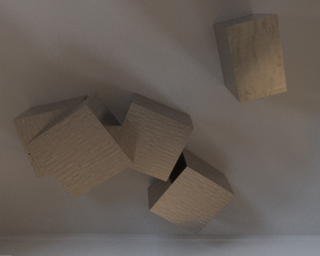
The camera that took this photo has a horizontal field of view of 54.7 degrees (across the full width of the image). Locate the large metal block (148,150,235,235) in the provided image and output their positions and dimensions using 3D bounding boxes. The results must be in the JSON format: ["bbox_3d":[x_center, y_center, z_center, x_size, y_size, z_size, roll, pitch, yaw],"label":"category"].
[{"bbox_3d":[0.040,0.087,0.426,0.080,0.050,0.080,32,107,-18],"label":"large metal block"}]

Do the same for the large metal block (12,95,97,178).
[{"bbox_3d":[-0.126,0.010,0.400,0.080,0.050,0.080,-12,110,4],"label":"large metal block"}]

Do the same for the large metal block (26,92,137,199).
[{"bbox_3d":[-0.085,0.019,0.351,0.080,0.050,0.080,-32,107,11],"label":"large metal block"}]

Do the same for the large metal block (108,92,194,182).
[{"bbox_3d":[-0.012,0.011,0.402,0.080,0.050,0.080,23,108,-8],"label":"large metal block"}]

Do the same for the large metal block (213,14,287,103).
[{"bbox_3d":[0.099,-0.083,0.352,0.050,0.080,0.080,-14,110,5],"label":"large metal block"}]
